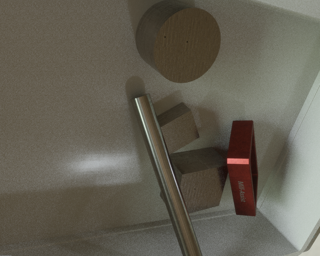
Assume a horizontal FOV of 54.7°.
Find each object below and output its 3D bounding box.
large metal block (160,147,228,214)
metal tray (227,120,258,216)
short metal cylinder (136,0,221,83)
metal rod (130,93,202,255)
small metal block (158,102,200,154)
[{"bbox_3d":[0.051,0.081,0.473,0.081,0.050,0.079,-7,122,-25],"label":"large metal block"},{"bbox_3d":[0.132,0.063,0.482,0.030,0.090,0.129,-1,131,22],"label":"metal tray"},{"bbox_3d":[0.020,-0.096,0.345,0.081,0.050,0.079,-14,124,-21],"label":"short metal cylinder"},{"bbox_3d":[0.021,0.101,0.402,0.025,0.025,0.298,-21,101,-16],"label":"metal rod"},{"bbox_3d":[0.021,0.001,0.423,0.050,0.025,0.050,-30,129,-10],"label":"small metal block"}]
